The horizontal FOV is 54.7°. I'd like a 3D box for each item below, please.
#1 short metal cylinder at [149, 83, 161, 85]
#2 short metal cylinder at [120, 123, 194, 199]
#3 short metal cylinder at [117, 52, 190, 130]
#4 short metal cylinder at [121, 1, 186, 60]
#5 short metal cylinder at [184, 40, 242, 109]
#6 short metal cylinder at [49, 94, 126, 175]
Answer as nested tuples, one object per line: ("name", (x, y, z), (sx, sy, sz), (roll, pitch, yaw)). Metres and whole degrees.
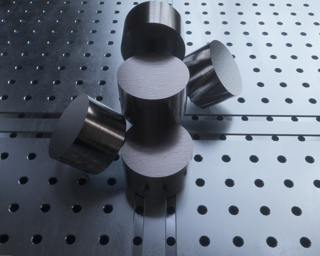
("short metal cylinder", (-0.006, -0.069, 0.449), (0.081, 0.050, 0.080), (0, 51, 0))
("short metal cylinder", (-0.003, 0.035, 0.361), (0.081, 0.050, 0.080), (0, 51, 0))
("short metal cylinder", (-0.008, -0.044, 0.362), (0.081, 0.050, 0.080), (0, 50, 0))
("short metal cylinder", (-0.008, -0.114, 0.401), (0.081, 0.080, 0.050), (0, 50, 0))
("short metal cylinder", (0.070, -0.072, 0.424), (0.050, 0.080, 0.080), (-22, 39, 36))
("short metal cylinder", (-0.084, 0.008, 0.357), (0.050, 0.080, 0.080), (31, 40, -33))
